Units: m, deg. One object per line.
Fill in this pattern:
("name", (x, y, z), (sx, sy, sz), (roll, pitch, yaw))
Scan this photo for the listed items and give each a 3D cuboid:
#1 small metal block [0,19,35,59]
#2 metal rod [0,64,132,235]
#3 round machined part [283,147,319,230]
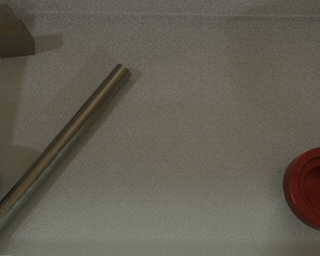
("small metal block", (-0.213, -0.126, 0.440), (0.050, 0.050, 0.025), (-7, 71, -3))
("metal rod", (-0.136, 0.034, 0.395), (0.025, 0.025, 0.300), (33, 73, 11))
("round machined part", (0.198, 0.075, 0.376), (0.099, 0.042, 0.098), (0, 70, -1))
